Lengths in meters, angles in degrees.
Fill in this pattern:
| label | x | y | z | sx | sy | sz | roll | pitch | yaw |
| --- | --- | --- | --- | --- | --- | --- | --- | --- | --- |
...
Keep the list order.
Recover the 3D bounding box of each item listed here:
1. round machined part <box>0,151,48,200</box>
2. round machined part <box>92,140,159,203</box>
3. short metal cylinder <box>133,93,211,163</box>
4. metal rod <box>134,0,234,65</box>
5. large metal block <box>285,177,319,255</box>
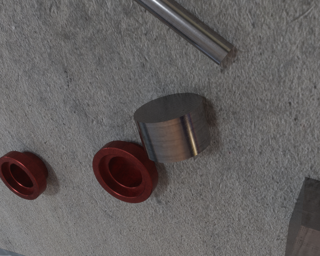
| label | x | y | z | sx | sy | sz | roll | pitch | yaw |
| --- | --- | --- | --- | --- | --- | --- | --- | --- | --- |
| round machined part | -0.251 | 0.083 | 0.580 | 0.098 | 0.042 | 0.097 | 13 | 124 | 21 |
| round machined part | -0.047 | 0.059 | 0.457 | 0.098 | 0.042 | 0.097 | 13 | 124 | 21 |
| short metal cylinder | 0.015 | -0.002 | 0.362 | 0.080 | 0.080 | 0.050 | -2 | 117 | 29 |
| metal rod | -0.049 | -0.168 | 0.328 | 0.300 | 0.025 | 0.025 | 38 | 129 | 2 |
| large metal block | 0.178 | 0.116 | 0.349 | 0.050 | 0.080 | 0.079 | 15 | 125 | 20 |
